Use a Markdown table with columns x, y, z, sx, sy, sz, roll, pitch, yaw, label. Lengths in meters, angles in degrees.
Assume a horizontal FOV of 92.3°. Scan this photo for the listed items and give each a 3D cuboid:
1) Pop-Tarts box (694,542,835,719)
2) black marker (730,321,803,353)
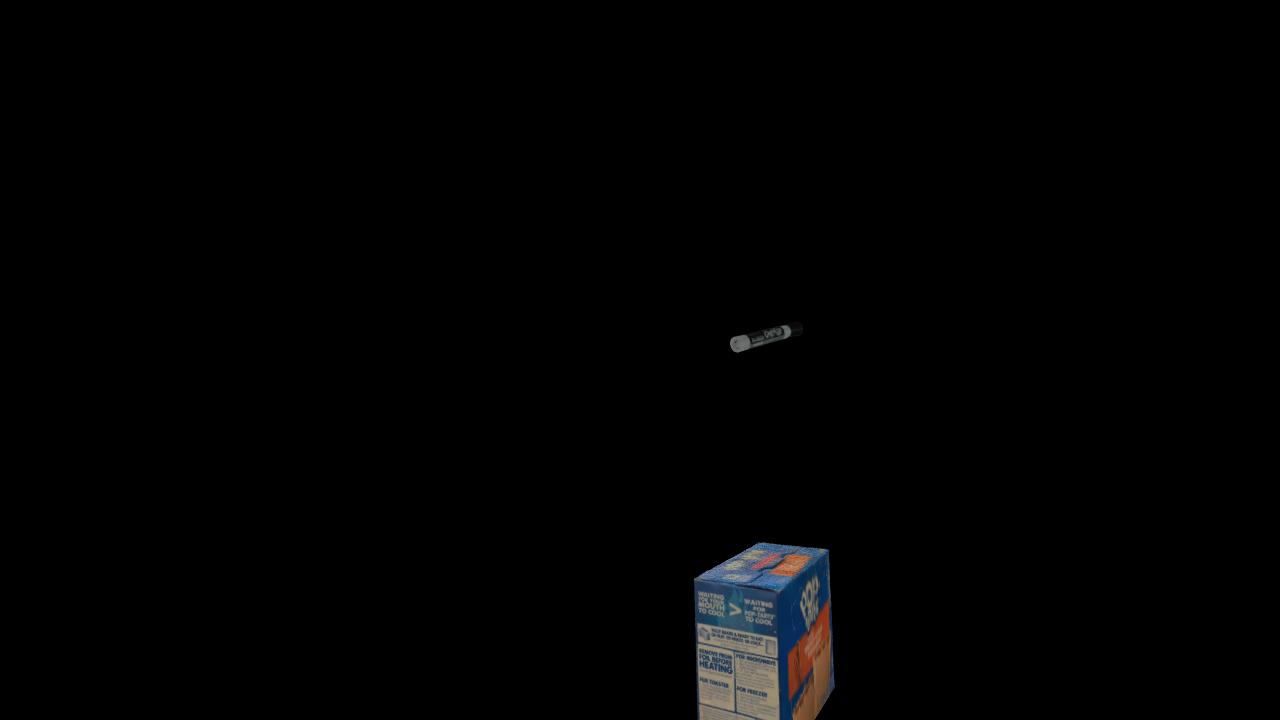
| x | y | z | sx | sy | sz | roll | pitch | yaw | label |
| --- | --- | --- | --- | --- | --- | --- | --- | --- | --- |
| 0.123 | 0.262 | 0.583 | 0.083 | 0.141 | 0.167 | -4 | -6 | 30 | Pop-Tarts box |
| 0.157 | -0.029 | 0.747 | 0.121 | 0.020 | 0.020 | -14 | 9 | -37 | black marker |
